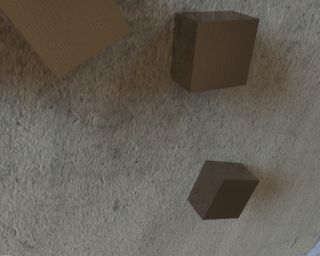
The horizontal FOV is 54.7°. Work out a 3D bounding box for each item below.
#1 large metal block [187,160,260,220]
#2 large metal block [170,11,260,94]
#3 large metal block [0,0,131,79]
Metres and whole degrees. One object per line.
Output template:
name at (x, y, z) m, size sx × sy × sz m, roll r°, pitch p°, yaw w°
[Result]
large metal block at (0.104, 0.103, 0.514) m, size 0.081 × 0.050 × 0.079 m, roll 8°, pitch 114°, yaw -33°
large metal block at (0.062, -0.093, 0.369) m, size 0.081 × 0.050 × 0.079 m, roll -11°, pitch 123°, yaw -23°
large metal block at (-0.087, -0.106, 0.279) m, size 0.080 × 0.050 × 0.080 m, roll -35°, pitch 129°, yaw -5°
